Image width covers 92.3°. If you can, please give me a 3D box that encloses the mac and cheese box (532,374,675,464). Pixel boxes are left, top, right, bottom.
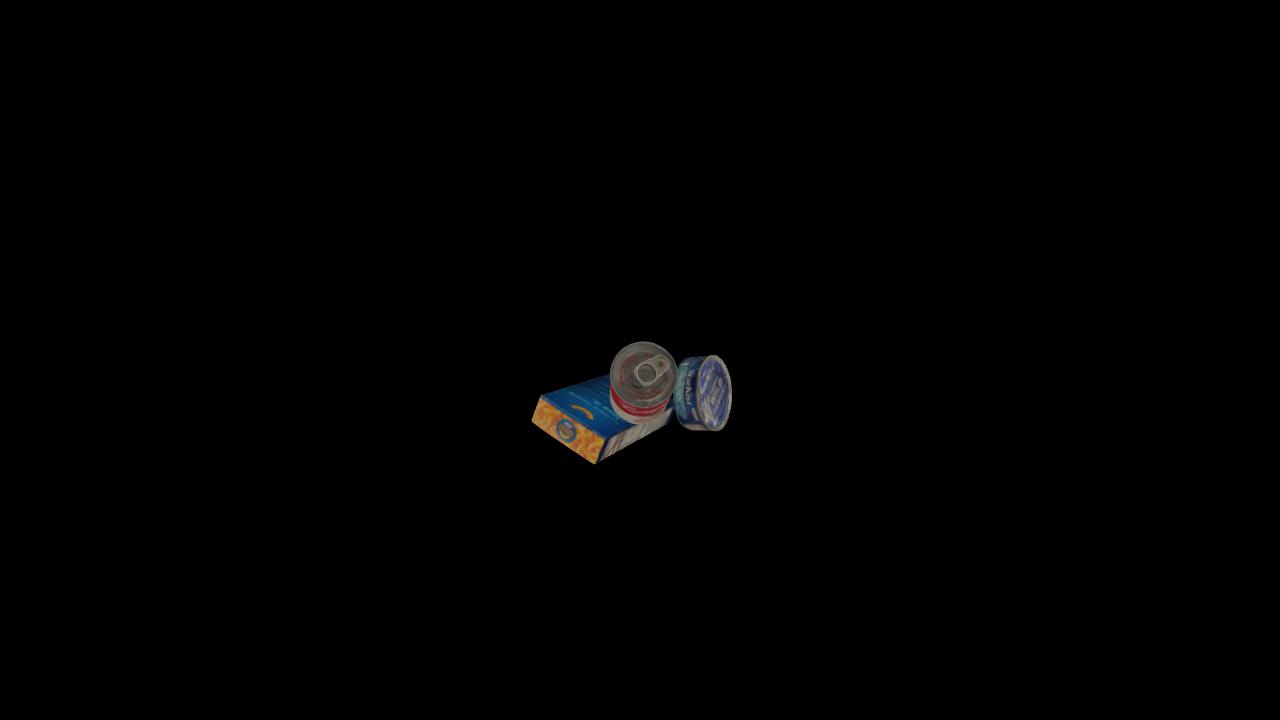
[{"bbox_3d":[-0.035,0.061,0.730,0.093,0.041,0.184,32,22,20],"label":"mac and cheese box"}]

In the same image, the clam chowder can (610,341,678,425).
[{"bbox_3d":[0.001,0.028,0.651,0.068,0.068,0.102,0,-16,-4],"label":"clam chowder can"}]

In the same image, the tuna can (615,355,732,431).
[{"bbox_3d":[0.070,0.037,0.684,0.034,0.084,0.084,-3,-2,33],"label":"tuna can"}]
